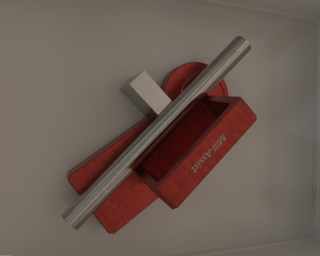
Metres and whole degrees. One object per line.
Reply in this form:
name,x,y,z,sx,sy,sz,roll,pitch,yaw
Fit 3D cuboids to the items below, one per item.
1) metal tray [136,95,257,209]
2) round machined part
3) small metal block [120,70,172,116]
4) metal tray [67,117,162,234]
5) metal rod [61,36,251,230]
metal tray,0.035,0.020,0.348,0.130,0.090,0.030,-46,108,-8
round machined part,0.052,-0.041,0.420,0.099,0.042,0.097,0,90,-21
small metal block,-0.019,-0.042,0.390,0.025,0.050,0.050,-47,105,-14
metal tray,-0.038,0.056,0.393,0.131,0.030,0.090,-37,102,-17
metal rod,0.003,-0.002,0.370,0.300,0.025,0.025,-46,105,-10
